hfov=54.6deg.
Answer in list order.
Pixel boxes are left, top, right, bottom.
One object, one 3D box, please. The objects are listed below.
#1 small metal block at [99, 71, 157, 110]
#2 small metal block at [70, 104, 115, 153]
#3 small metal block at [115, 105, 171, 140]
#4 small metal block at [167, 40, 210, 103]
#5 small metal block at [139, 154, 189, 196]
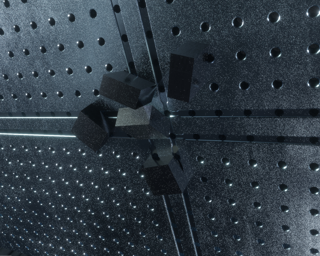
[{"bbox_3d":[-0.039,-0.048,0.383,0.050,0.050,0.025,24,112,13],"label":"small metal block"},{"bbox_3d":[-0.100,0.001,0.465,0.050,0.025,0.050,39,129,2],"label":"small metal block"},{"bbox_3d":[-0.021,-0.006,0.402,0.050,0.025,0.050,-3,157,30],"label":"small metal block"},{"bbox_3d":[0.031,-0.063,0.340,0.025,0.050,0.050,17,125,19],"label":"small metal block"},{"bbox_3d":[0.006,0.070,0.452,0.050,0.025,0.050,-13,112,33],"label":"small metal block"}]
